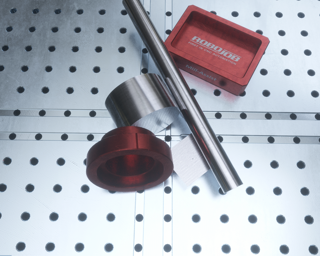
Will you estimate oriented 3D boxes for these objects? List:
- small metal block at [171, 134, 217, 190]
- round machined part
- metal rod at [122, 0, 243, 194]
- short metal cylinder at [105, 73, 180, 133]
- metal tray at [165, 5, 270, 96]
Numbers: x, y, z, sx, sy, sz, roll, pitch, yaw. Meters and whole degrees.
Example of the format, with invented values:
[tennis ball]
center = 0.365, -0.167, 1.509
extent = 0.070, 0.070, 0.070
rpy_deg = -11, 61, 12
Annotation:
[small metal block]
center = 0.038, 0.042, 0.397
extent = 0.050, 0.025, 0.050
rpy_deg = -36, 74, -13
[round machined part]
center = -0.035, 0.034, 0.363
extent = 0.099, 0.097, 0.042
rpy_deg = -6, 53, -3
[metal rod]
center = 0.022, -0.057, 0.404
extent = 0.025, 0.025, 0.299
rpy_deg = -24, 73, -9
[short metal cylinder]
center = -0.022, -0.024, 0.391
extent = 0.080, 0.080, 0.050
rpy_deg = -26, 72, -9
[metal tray]
center = 0.080, -0.115, 0.452
extent = 0.130, 0.030, 0.090
rpy_deg = 28, 72, 9
